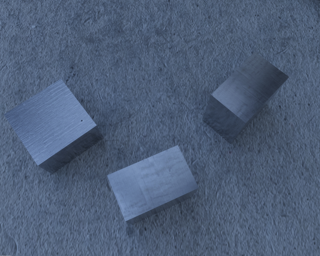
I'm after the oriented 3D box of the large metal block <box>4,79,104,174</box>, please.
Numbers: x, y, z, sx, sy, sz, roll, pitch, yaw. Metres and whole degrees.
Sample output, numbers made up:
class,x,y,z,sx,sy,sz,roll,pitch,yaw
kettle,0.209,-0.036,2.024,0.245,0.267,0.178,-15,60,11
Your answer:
class,x,y,z,sx,sy,sz,roll,pitch,yaw
large metal block,-0.132,-0.001,0.394,0.080,0.050,0.080,-36,74,-12

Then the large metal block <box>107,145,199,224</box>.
class,x,y,z,sx,sy,sz,roll,pitch,yaw
large metal block,-0.007,0.068,0.354,0.080,0.080,0.050,-23,72,-8

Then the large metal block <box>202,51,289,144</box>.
class,x,y,z,sx,sy,sz,roll,pitch,yaw
large metal block,0.104,-0.035,0.392,0.050,0.080,0.080,42,75,14
